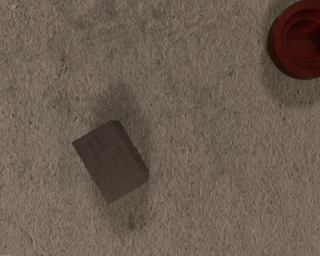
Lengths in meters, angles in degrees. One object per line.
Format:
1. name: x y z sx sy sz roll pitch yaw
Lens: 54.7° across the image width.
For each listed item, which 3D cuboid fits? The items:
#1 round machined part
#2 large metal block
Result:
1. round machined part: 0.189 -0.111 0.404 0.099 0.042 0.097 0 90 -1
2. large metal block: -0.056 0.038 0.382 0.050 0.080 0.080 -31 90 0
